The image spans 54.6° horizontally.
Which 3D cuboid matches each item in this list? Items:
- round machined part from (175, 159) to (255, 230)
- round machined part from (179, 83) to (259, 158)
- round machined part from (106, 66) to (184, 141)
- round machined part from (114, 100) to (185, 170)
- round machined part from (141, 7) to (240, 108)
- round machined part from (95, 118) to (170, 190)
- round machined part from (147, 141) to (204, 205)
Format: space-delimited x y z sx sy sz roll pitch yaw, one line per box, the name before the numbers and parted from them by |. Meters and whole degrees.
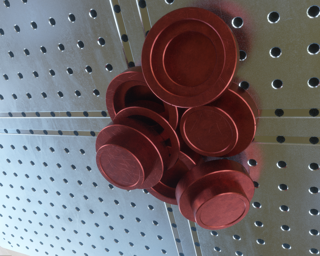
round machined part | 0.072 0.089 0.386 0.099 0.042 0.097 -6 127 -8
round machined part | 0.062 -0.005 0.364 0.098 0.042 0.097 13 124 21
round machined part | -0.015 -0.031 0.390 0.098 0.042 0.097 13 124 21
round machined part | -0.012 0.007 0.411 0.098 0.042 0.097 13 124 21
round machined part | 0.034 -0.071 0.324 0.098 0.042 0.097 3 99 21
round machined part | -0.041 0.039 0.392 0.098 0.042 0.097 13 124 21
round machined part | 0.019 0.054 0.424 0.098 0.042 0.097 13 124 21
